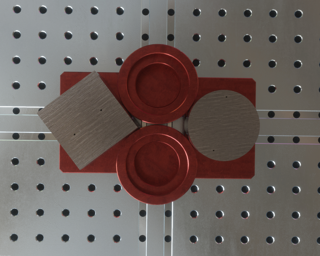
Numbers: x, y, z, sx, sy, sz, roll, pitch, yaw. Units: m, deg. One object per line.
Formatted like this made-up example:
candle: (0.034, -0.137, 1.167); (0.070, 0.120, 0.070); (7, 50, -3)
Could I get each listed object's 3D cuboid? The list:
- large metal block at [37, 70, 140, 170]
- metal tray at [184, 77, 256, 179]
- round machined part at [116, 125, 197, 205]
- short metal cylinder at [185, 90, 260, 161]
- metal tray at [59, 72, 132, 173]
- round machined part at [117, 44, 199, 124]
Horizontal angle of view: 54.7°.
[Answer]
large metal block: (-0.081, -0.009, 0.370); (0.080, 0.050, 0.080); (-37, 90, 0)
metal tray: (0.077, 0.000, 0.409); (0.091, 0.030, 0.129); (1, 90, 0)
round machined part: (-0.004, 0.045, 0.396); (0.099, 0.042, 0.097); (0, 90, 0)
short metal cylinder: (0.071, -0.003, 0.370); (0.081, 0.050, 0.079); (0, 90, 0)
metal tray: (-0.083, -0.007, 0.410); (0.091, 0.030, 0.129); (1, 90, -2)
round machined part: (-0.002, -0.054, 0.396); (0.099, 0.042, 0.097); (0, 90, 0)
